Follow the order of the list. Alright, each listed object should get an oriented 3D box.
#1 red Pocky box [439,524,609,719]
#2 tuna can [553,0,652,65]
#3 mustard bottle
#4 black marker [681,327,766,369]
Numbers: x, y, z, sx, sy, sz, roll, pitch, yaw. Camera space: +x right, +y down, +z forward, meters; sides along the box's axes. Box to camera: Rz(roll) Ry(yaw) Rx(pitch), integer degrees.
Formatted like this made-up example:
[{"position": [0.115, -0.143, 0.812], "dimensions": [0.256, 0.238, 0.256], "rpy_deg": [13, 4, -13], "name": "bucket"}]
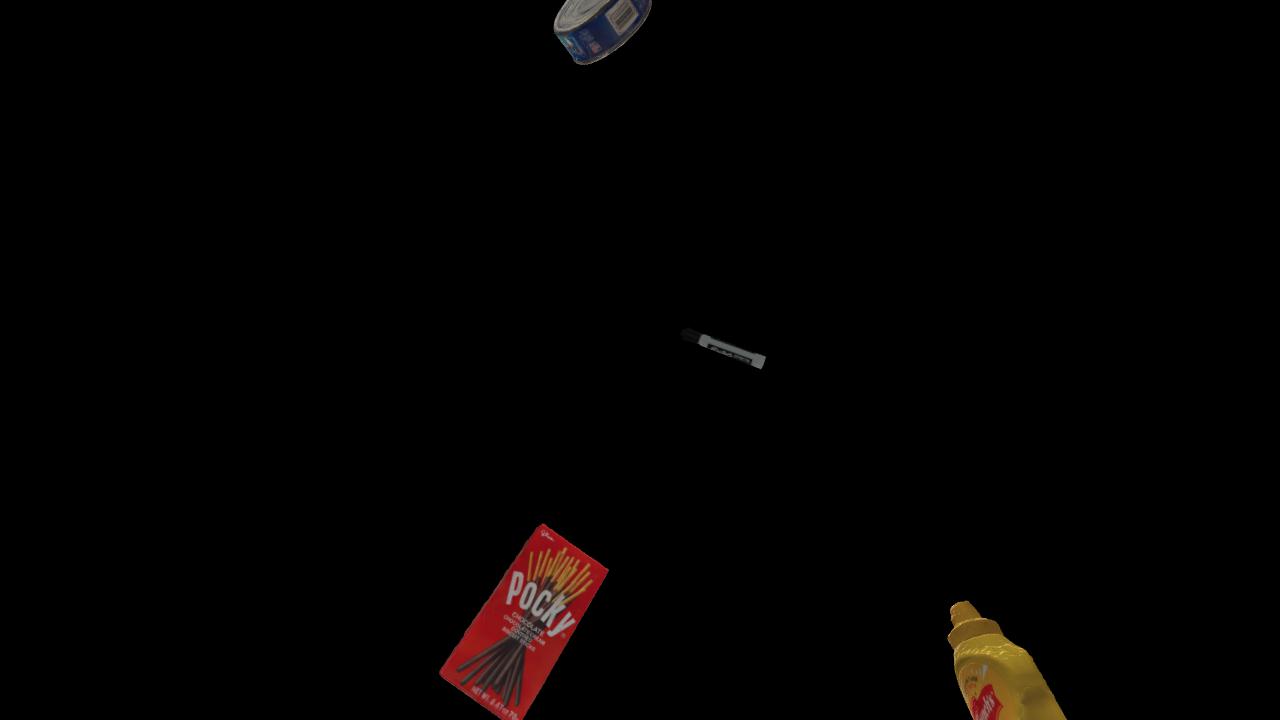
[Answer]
[{"position": [-0.102, 0.237, 0.563], "dimensions": [0.083, 0.155, 0.028], "rpy_deg": [35, -32, -1], "name": "red Pocky box"}, {"position": [-0.034, -0.298, 0.529], "dimensions": [0.084, 0.084, 0.034], "rpy_deg": [0, -30, 39], "name": "tuna can"}, {"position": [0.289, 0.275, 0.472], "dimensions": [0.054, 0.092, 0.184], "rpy_deg": [-10, 42, 2], "name": "mustard bottle"}, {"position": [0.113, -0.018, 0.844], "dimensions": [0.121, 0.020, 0.020], "rpy_deg": [22, 5, 13], "name": "black marker"}]
